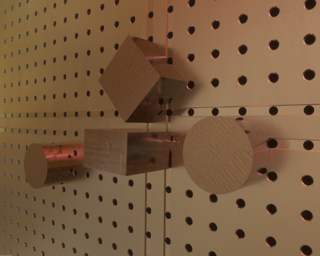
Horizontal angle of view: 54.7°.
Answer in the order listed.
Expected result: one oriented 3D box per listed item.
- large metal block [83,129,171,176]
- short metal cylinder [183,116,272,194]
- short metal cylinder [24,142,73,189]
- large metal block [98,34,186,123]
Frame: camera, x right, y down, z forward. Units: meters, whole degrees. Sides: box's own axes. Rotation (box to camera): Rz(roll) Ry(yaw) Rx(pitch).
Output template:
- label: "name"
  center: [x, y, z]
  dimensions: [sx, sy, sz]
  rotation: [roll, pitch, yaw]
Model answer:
- label: "large metal block"
  center: [-0.043, 0.028, 0.409]
  dimensions: [0.080, 0.081, 0.050]
  rotation: [4, 93, 40]
- label: "short metal cylinder"
  center: [0.072, 0.027, 0.334]
  dimensions: [0.080, 0.050, 0.080]
  rotation: [0, 90, 40]
- label: "short metal cylinder"
  center: [-0.202, 0.066, 0.560]
  dimensions: [0.080, 0.050, 0.080]
  rotation: [0, 90, 40]
- label: "large metal block"
  center: [-0.027, -0.063, 0.415]
  dimensions: [0.080, 0.050, 0.080]
  rotation: [-49, 61, 29]
